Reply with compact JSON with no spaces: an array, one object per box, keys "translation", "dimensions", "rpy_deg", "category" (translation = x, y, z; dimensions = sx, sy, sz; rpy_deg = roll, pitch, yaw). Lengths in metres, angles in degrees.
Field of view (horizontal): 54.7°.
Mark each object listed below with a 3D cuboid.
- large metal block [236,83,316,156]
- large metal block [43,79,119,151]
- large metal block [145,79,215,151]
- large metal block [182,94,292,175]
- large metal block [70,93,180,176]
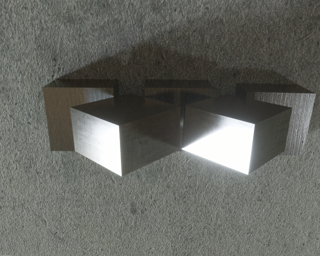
[{"translation":[0.140,-0.012,0.395],"dimensions":[0.081,0.050,0.079],"rpy_deg":[1,110,-1],"category":"large metal block"},{"translation":[-0.094,-0.017,0.390],"dimensions":[0.081,0.050,0.079],"rpy_deg":[0,110,-1],"category":"large metal block"},{"translation":[0.022,-0.017,0.392],"dimensions":[0.081,0.050,0.079],"rpy_deg":[1,110,-1],"category":"large metal block"},{"translation":[0.082,0.001,0.332],"dimensions":[0.080,0.081,0.050],"rpy_deg":[19,116,40],"category":"large metal block"},{"translation":[-0.036,0.001,0.328],"dimensions":[0.081,0.080,0.050],"rpy_deg":[-20,118,-42],"category":"large metal block"}]
